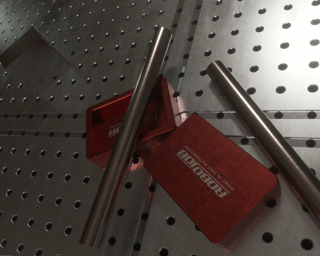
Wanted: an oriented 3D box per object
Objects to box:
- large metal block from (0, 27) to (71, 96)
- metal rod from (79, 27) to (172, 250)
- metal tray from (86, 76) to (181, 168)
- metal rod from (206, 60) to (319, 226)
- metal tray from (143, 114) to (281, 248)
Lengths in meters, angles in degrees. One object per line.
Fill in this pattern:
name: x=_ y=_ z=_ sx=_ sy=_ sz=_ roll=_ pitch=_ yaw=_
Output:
large metal block: x=-0.225 y=-0.120 z=0.562 sx=0.080 sy=0.080 sz=0.050 roll=-42 pitch=51 yaw=-1
metal rod: x=-0.035 y=-0.006 z=0.389 sx=0.025 sy=0.025 sz=0.300 roll=3 pitch=63 yaw=29
metal tray: x=-0.039 y=-0.008 z=0.428 sx=0.130 sy=0.030 sz=0.090 roll=-20 pitch=54 yaw=15
metal rod: x=0.126 y=0.025 z=0.325 sx=0.025 sy=0.025 sz=0.300 roll=-32 pitch=52 yaw=7
metal tray: x=0.053 y=0.052 z=0.345 sx=0.090 sy=0.030 sz=0.130 roll=-44 pitch=51 yaw=-3
